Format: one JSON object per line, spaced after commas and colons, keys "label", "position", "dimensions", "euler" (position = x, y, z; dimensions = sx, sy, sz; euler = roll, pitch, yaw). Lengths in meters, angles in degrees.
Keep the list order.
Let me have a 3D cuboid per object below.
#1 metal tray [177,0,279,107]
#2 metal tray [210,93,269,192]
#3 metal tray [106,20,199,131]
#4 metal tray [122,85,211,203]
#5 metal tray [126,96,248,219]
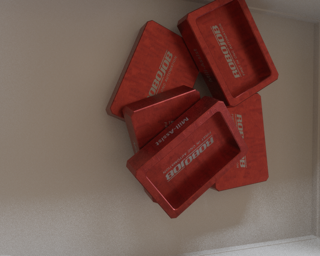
{"label": "metal tray", "position": [0.092, -0.102, 0.410], "dimensions": [0.091, 0.030, 0.130], "euler": [-32, 101, -18]}
{"label": "metal tray", "position": [0.106, 0.018, 0.449], "dimensions": [0.091, 0.030, 0.129], "euler": [-7, 93, -20]}
{"label": "metal tray", "position": [-0.004, -0.061, 0.407], "dimensions": [0.090, 0.030, 0.130], "euler": [24, 82, -19]}
{"label": "metal tray", "position": [0.013, 0.021, 0.393], "dimensions": [0.091, 0.030, 0.129], "euler": [-22, 116, -19]}
{"label": "metal tray", "position": [0.037, 0.035, 0.373], "dimensions": [0.130, 0.030, 0.090], "euler": [-40, 121, -9]}
